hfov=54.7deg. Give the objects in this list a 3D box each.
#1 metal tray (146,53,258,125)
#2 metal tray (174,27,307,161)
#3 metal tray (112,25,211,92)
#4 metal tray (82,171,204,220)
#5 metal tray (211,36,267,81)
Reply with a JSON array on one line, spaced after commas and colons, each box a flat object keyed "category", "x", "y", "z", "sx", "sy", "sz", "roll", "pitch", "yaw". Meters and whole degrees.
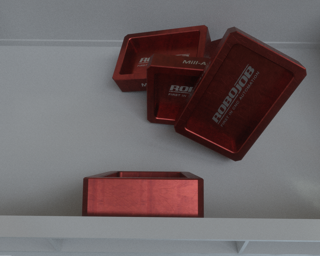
[{"category": "metal tray", "x": 0.050, "y": -0.043, "z": 0.397, "sx": 0.131, "sy": 0.089, "sz": 0.030, "roll": 6, "pitch": 42, "yaw": 5}, {"category": "metal tray", "x": 0.085, "y": -0.034, "z": 0.350, "sx": 0.090, "sy": 0.129, "sz": 0.030, "roll": 26, "pitch": 27, "yaw": -6}, {"category": "metal tray", "x": 0.004, "y": -0.100, "z": 0.451, "sx": 0.130, "sy": 0.030, "sz": 0.090, "roll": 0, "pitch": 61, "yaw": 20}, {"category": "metal tray", "x": -0.012, "y": 0.058, "z": 0.291, "sx": 0.091, "sy": 0.130, "sz": 0.030, "roll": 0, "pitch": 84, "yaw": 0}, {"category": "metal tray", "x": 0.085, "y": -0.094, "z": 0.481, "sx": 0.131, "sy": 0.030, "sz": 0.090, "roll": -20, "pitch": 53, "yaw": -17}]
